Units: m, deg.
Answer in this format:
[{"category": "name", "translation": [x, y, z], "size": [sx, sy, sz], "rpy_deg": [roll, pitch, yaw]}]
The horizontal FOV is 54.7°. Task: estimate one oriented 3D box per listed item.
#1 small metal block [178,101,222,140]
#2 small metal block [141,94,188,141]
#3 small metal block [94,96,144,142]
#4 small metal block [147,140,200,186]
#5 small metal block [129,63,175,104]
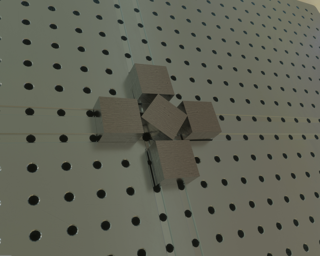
[{"category": "small metal block", "translation": [0.055, -0.011, 0.446], "size": [0.050, 0.025, 0.050], "rpy_deg": [0, 62, -29]}, {"category": "small metal block", "translation": [0.002, -0.010, 0.416], "size": [0.050, 0.025, 0.050], "rpy_deg": [36, 51, -5]}, {"category": "small metal block", "translation": [-0.052, -0.010, 0.387], "size": [0.050, 0.025, 0.050], "rpy_deg": [1, 61, -28]}, {"category": "small metal block", "translation": [0.017, 0.043, 0.392], "size": [0.050, 0.025, 0.050], "rpy_deg": [0, 62, -29]}, {"category": "small metal block", "translation": [-0.012, -0.062, 0.441], "size": [0.050, 0.025, 0.050], "rpy_deg": [-1, 62, -29]}]
